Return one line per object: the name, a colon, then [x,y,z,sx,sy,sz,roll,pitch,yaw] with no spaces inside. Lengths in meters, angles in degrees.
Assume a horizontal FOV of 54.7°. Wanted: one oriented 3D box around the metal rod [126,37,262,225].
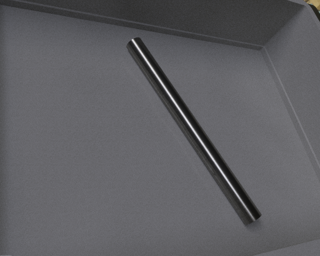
metal rod: [0.041,-0.004,0.431,0.025,0.025,0.299,-24,75,-37]
